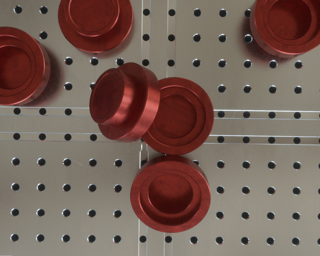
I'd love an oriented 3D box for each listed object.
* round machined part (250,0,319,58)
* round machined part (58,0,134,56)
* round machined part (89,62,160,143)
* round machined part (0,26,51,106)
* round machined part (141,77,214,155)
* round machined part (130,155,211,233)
[{"bbox_3d":[0.166,-0.141,0.406,0.099,0.042,0.097,0,90,0],"label":"round machined part"},{"bbox_3d":[-0.085,-0.147,0.404,0.099,0.042,0.097,0,90,0],"label":"round machined part"},{"bbox_3d":[-0.049,-0.034,0.376,0.042,0.098,0.098,17,90,-43],"label":"round machined part"},{"bbox_3d":[-0.192,-0.077,0.404,0.099,0.042,0.097,0,90,0],"label":"round machined part"},{"bbox_3d":[0.018,-0.015,0.405,0.099,0.042,0.097,0,90,0],"label":"round machined part"},{"bbox_3d":[0.014,0.080,0.397,0.098,0.042,0.097,1,105,3],"label":"round machined part"}]
